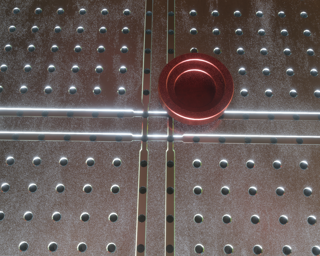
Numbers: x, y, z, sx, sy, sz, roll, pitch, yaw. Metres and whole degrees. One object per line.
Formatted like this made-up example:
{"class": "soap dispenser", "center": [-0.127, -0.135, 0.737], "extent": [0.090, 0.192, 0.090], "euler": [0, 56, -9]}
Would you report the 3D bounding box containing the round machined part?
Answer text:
{"class": "round machined part", "center": [0.047, -0.049, 0.421], "extent": [0.099, 0.042, 0.098], "euler": [0, 70, 0]}
